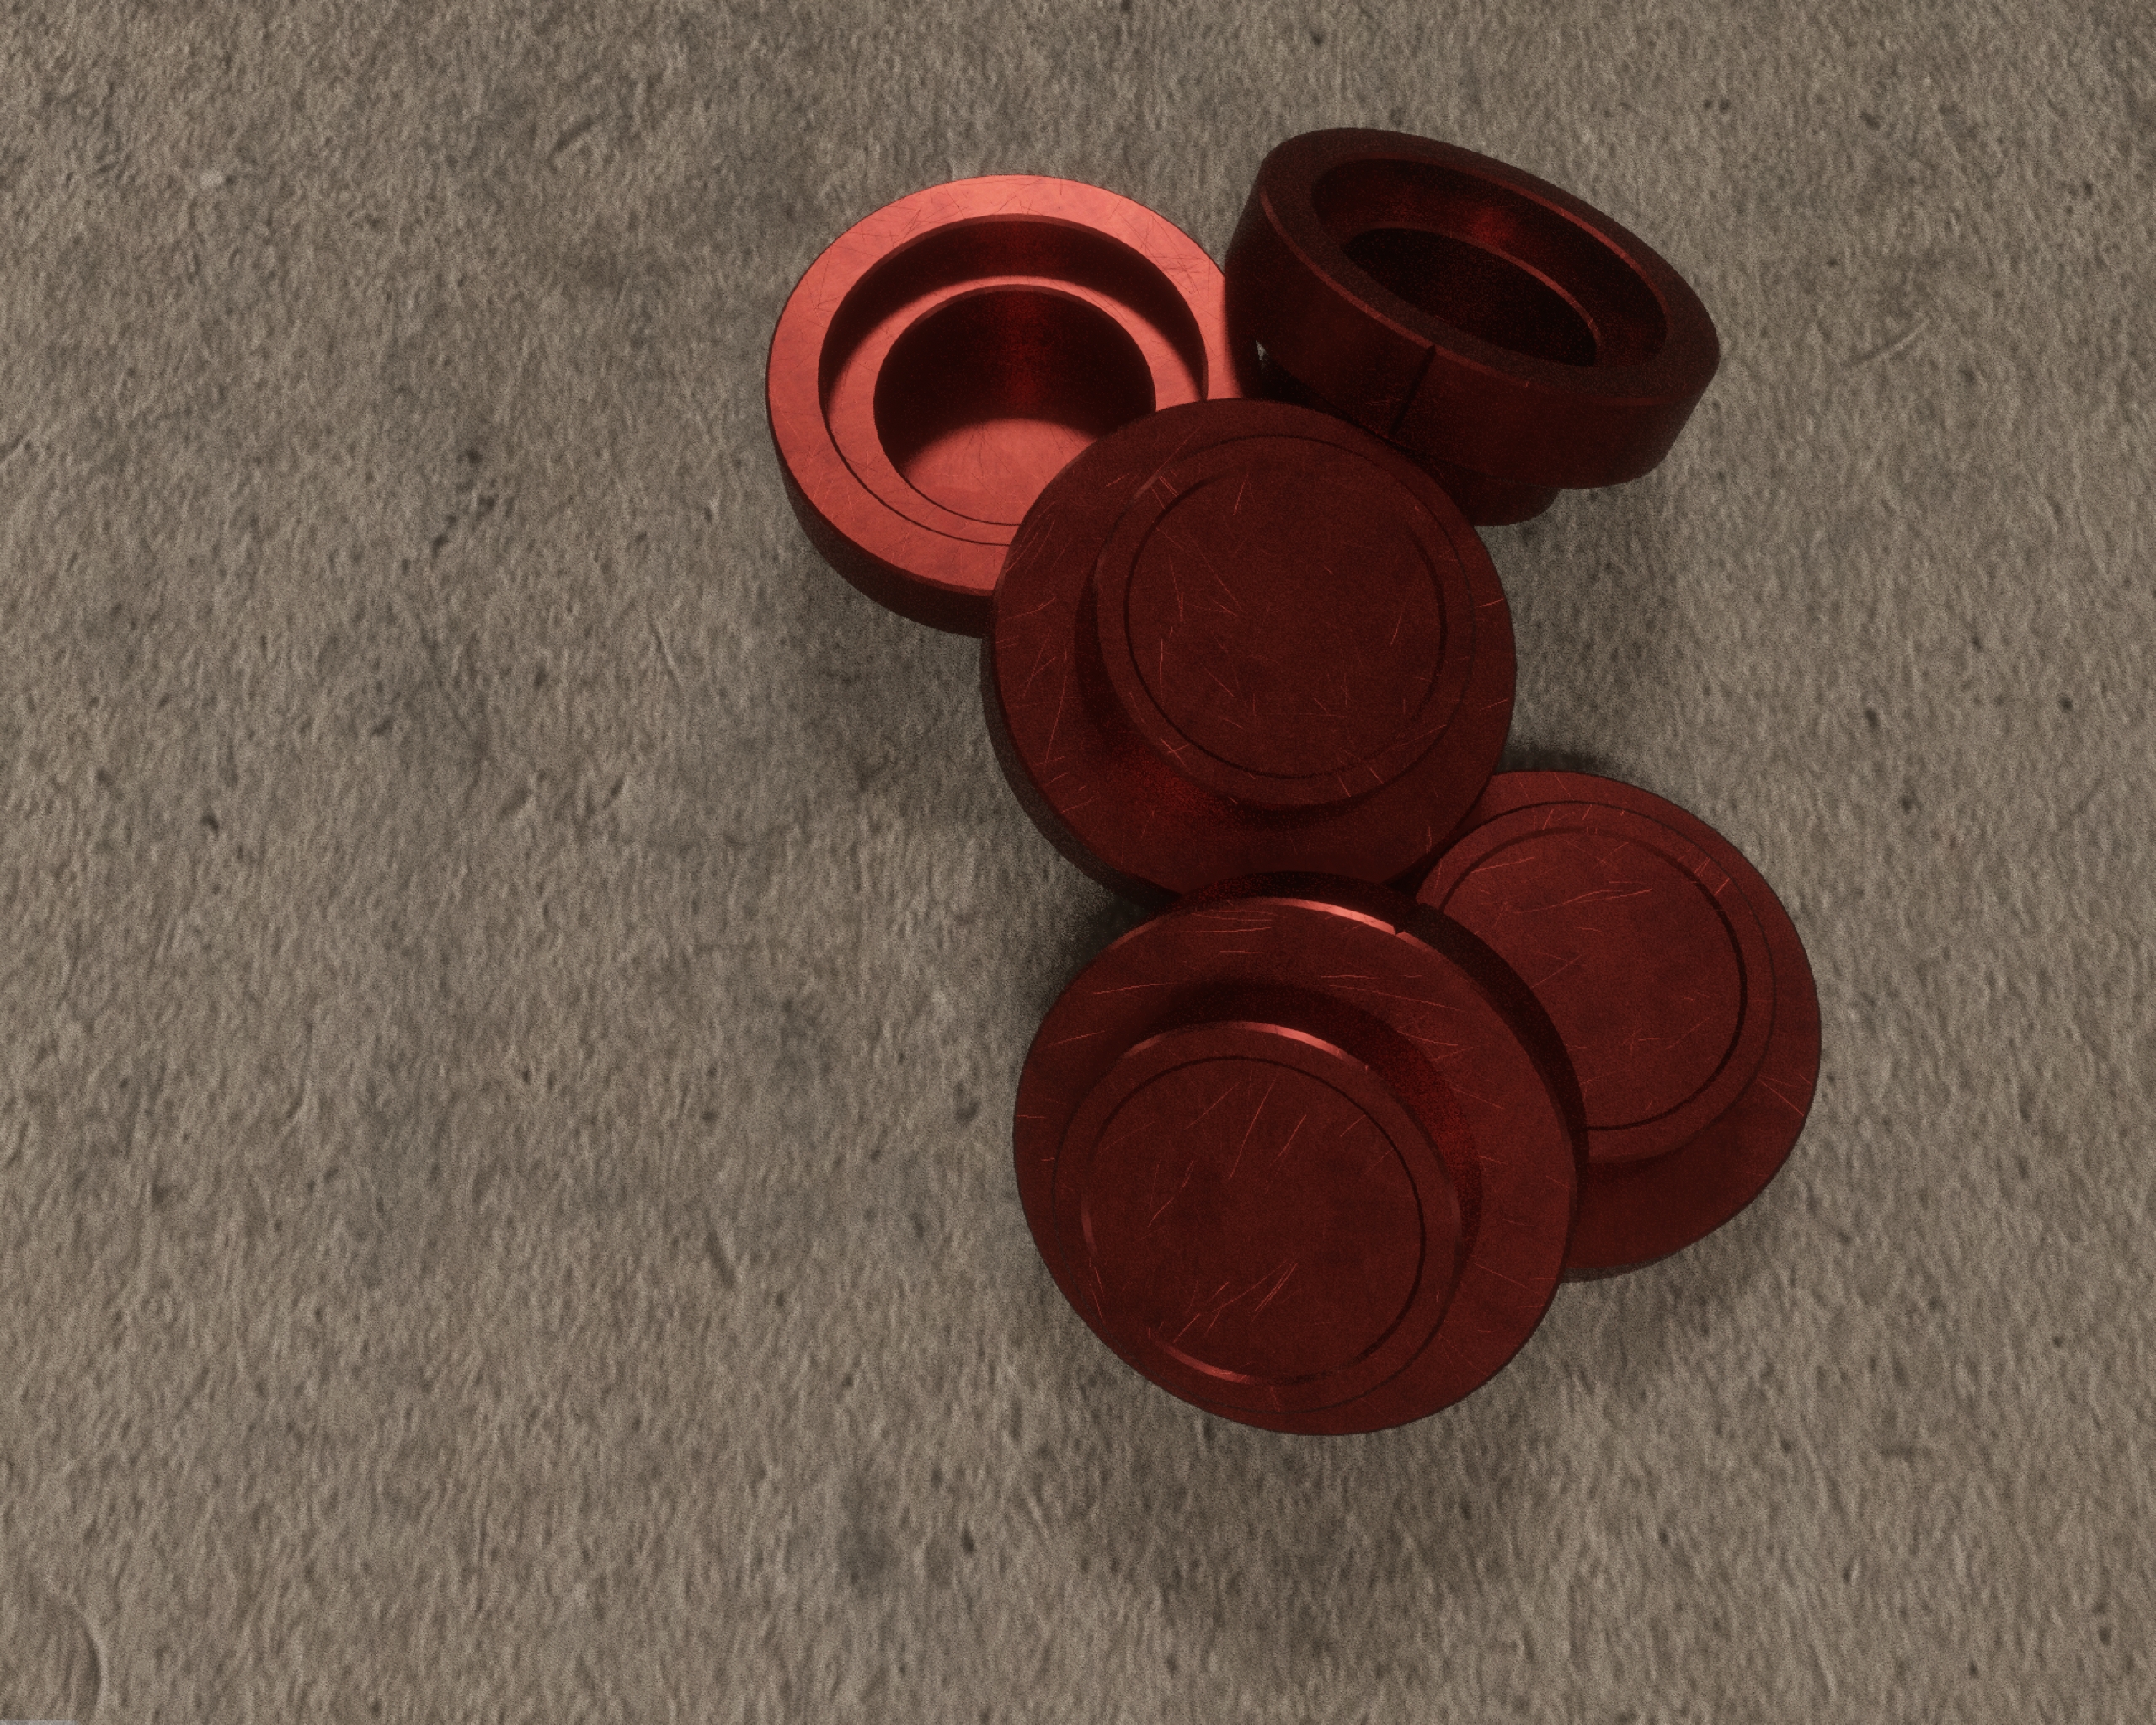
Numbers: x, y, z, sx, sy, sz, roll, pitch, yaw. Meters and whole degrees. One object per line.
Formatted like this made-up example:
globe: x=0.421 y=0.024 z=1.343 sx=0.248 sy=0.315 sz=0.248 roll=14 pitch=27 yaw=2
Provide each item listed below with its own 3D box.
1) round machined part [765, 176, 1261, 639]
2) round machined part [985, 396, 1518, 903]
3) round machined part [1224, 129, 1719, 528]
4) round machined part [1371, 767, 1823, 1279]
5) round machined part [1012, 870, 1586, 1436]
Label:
round machined part: x=-0.013 y=-0.089 z=0.433 sx=0.099 sy=0.042 sz=0.098 roll=0 pitch=70 yaw=-1
round machined part: x=0.033 y=-0.039 z=0.380 sx=0.099 sy=0.042 sz=0.097 roll=1 pitch=80 yaw=-8
round machined part: x=0.076 y=-0.105 z=0.425 sx=0.099 sy=0.042 sz=0.098 roll=13 pitch=42 yaw=-12
round machined part: x=0.091 y=0.027 z=0.391 sx=0.099 sy=0.042 sz=0.098 roll=0 pitch=70 yaw=-1
round machined part: x=0.034 y=0.053 z=0.354 sx=0.098 sy=0.042 sz=0.097 roll=5 pitch=105 yaw=18
